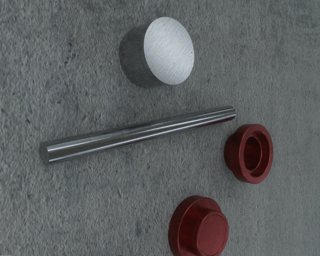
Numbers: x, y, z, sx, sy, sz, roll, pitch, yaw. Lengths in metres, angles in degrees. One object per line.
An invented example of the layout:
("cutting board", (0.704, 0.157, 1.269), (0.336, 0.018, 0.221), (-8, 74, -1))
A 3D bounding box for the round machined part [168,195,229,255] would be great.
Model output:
("round machined part", (0.062, 0.150, 0.449), (0.099, 0.042, 0.097), (0, 90, -40))

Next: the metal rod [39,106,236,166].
("metal rod", (-0.002, 0.001, 0.405), (0.302, 0.025, 0.025), (-12, 98, -40))

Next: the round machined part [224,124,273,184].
("round machined part", (0.145, 0.042, 0.519), (0.099, 0.042, 0.097), (0, 90, -40))

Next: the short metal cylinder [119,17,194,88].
("short metal cylinder", (-0.003, -0.092, 0.387), (0.081, 0.050, 0.079), (0, 90, -40))
